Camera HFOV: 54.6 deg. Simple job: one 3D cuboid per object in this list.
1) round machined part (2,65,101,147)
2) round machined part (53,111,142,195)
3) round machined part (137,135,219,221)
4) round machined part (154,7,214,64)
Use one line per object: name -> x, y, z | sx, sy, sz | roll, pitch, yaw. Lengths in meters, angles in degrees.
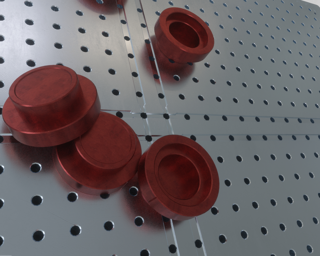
round machined part -> -0.116, -0.030, 0.325 | 0.098, 0.042, 0.098 | -2, 45, 3
round machined part -> -0.066, 0.022, 0.348 | 0.099, 0.042, 0.098 | 13, 56, -21
round machined part -> 0.018, 0.060, 0.367 | 0.099, 0.042, 0.098 | 15, 56, -23
round machined part -> 0.035, -0.145, 0.504 | 0.099, 0.042, 0.098 | 13, 56, -21
